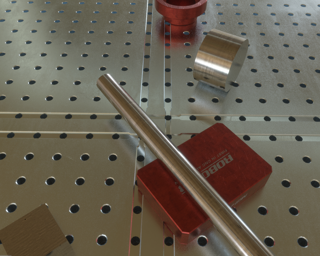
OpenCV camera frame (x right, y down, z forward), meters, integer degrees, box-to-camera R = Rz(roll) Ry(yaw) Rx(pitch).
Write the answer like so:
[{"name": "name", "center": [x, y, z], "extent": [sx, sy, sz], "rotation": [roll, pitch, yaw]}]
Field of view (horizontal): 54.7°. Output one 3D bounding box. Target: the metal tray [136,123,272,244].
[{"name": "metal tray", "center": [0.050, 0.057, 0.357], "extent": [0.131, 0.030, 0.090], "rotation": [-29, 56, -23]}]

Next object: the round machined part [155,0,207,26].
[{"name": "round machined part", "center": [0.039, -0.233, 0.593], "extent": [0.099, 0.042, 0.098], "rotation": [0, 50, 0]}]

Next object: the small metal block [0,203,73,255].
[{"name": "small metal block", "center": [-0.125, 0.113, 0.311], "extent": [0.050, 0.025, 0.050], "rotation": [-31, 57, -24]}]

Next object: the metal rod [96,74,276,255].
[{"name": "metal rod", "center": [0.012, 0.032, 0.341], "extent": [0.025, 0.025, 0.300], "rotation": [-28, 56, -22]}]

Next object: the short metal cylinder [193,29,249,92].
[{"name": "short metal cylinder", "center": [0.090, -0.099, 0.457], "extent": [0.050, 0.080, 0.080], "rotation": [25, 54, 19]}]
